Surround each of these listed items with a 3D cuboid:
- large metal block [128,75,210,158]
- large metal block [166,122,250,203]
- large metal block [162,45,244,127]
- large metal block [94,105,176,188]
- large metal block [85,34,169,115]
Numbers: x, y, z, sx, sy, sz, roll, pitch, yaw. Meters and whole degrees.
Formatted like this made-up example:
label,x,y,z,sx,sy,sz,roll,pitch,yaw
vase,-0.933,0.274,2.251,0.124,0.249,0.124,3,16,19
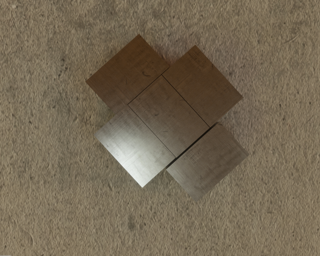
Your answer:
label,x,y,z,sx,sy,sz,roll,pitch,yaw
large metal block,0.010,-0.013,0.384,0.050,0.080,0.080,-42,91,0
large metal block,0.053,0.038,0.385,0.080,0.080,0.050,-42,91,0
large metal block,0.047,-0.047,0.385,0.050,0.080,0.080,-42,91,0
large metal block,-0.028,0.020,0.384,0.050,0.080,0.080,-42,91,0
large metal block,-0.036,-0.060,0.384,0.080,0.080,0.050,-42,91,0
